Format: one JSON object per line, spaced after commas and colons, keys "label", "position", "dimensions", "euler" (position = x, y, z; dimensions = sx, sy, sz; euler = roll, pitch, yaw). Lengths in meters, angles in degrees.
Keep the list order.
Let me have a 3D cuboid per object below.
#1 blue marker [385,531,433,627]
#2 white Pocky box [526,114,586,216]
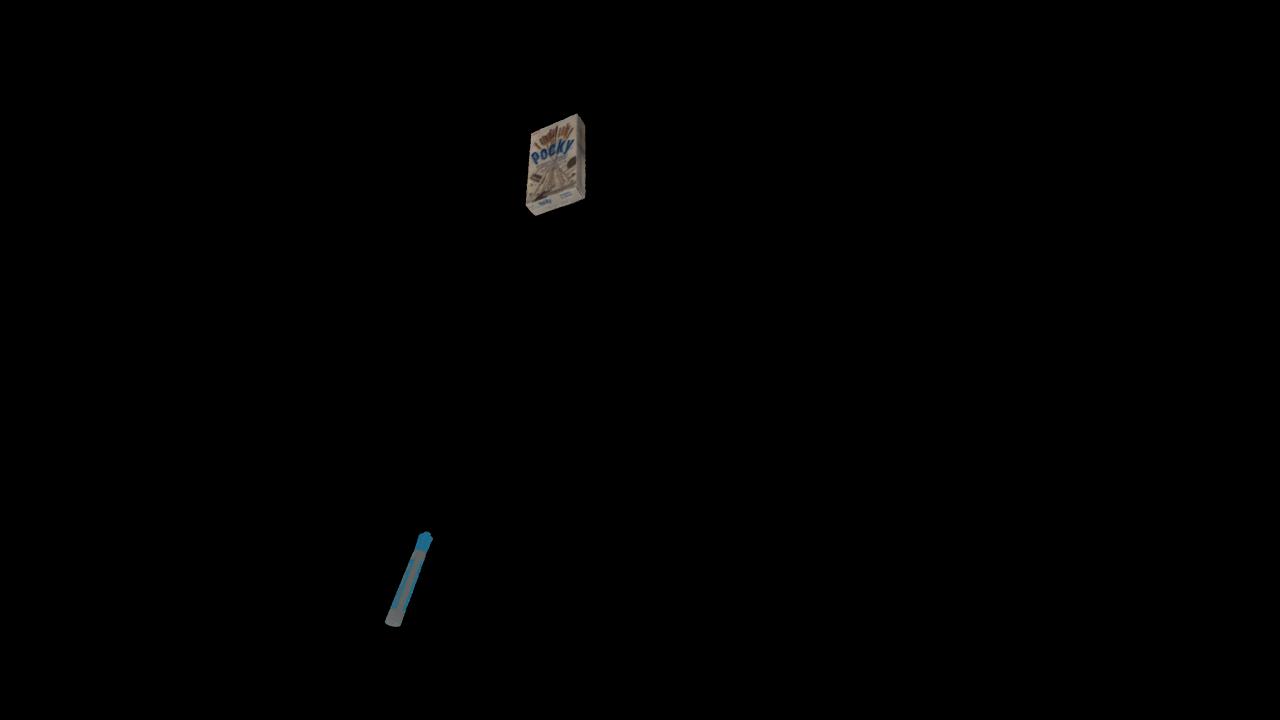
{"label": "blue marker", "position": [-0.288, 0.271, 0.772], "dimensions": [0.020, 0.020, 0.121], "euler": [0, 44, 8]}
{"label": "white Pocky box", "position": [-0.120, -0.283, 0.889], "dimensions": [0.084, 0.154, 0.028], "euler": [-15, -33, 19]}
